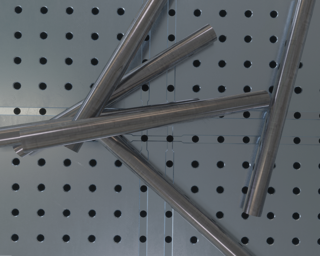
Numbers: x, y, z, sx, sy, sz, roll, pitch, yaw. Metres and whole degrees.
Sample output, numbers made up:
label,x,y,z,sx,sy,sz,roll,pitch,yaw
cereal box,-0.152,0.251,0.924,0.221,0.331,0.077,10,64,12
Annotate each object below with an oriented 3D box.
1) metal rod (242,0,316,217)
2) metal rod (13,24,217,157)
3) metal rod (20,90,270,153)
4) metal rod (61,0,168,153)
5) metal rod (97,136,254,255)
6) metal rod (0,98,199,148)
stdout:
label,x,y,z,sx,sy,sz,roll,pitch,yaw
metal rod,0.159,-0.031,0.414,0.025,0.025,0.299,14,90,0
metal rod,-0.059,-0.050,0.412,0.301,0.025,0.025,-31,90,0
metal rod,-0.002,-0.013,0.368,0.302,0.025,0.025,-11,90,-18
metal rod,-0.036,-0.106,0.387,0.025,0.025,0.300,29,80,0
metal rod,0.036,0.108,0.413,0.300,0.025,0.025,42,90,0
metal rod,-0.095,-0.004,0.392,0.302,0.025,0.025,-9,90,-8
